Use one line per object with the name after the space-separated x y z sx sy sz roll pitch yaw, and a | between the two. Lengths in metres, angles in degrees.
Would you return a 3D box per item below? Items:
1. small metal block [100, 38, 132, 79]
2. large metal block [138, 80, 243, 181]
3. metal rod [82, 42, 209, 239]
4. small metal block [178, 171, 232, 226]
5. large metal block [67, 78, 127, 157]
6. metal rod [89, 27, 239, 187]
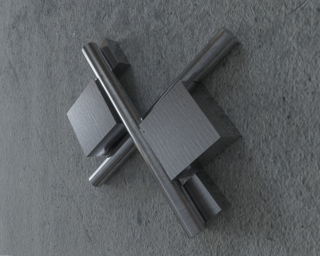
-0.077 -0.098 0.471 0.050 0.025 0.050 -45 63 31 | small metal block
0.033 0.003 0.363 0.080 0.050 0.080 -47 62 30 | large metal block
-0.031 -0.001 0.398 0.025 0.025 0.299 -47 62 30 | metal rod
0.048 0.087 0.368 0.050 0.025 0.050 -50 61 28 | small metal block
-0.083 -0.014 0.457 0.080 0.050 0.080 -44 64 31 | large metal block
-0.011 -0.010 0.417 0.299 0.025 0.025 -46 63 30 | metal rod
